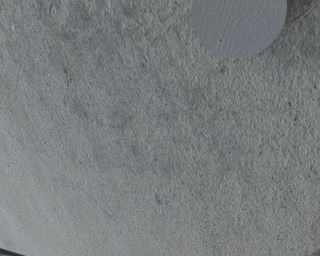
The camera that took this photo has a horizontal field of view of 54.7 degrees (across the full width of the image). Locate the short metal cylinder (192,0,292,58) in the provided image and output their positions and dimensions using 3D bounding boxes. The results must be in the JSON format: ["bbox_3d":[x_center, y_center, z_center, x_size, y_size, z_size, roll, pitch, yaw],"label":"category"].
[{"bbox_3d":[0.075,-0.110,0.283,0.080,0.050,0.079,13,124,21],"label":"short metal cylinder"}]

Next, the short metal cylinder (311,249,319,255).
[{"bbox_3d":[0.225,0.170,0.358,0.080,0.080,0.050,36,129,4],"label":"short metal cylinder"}]
